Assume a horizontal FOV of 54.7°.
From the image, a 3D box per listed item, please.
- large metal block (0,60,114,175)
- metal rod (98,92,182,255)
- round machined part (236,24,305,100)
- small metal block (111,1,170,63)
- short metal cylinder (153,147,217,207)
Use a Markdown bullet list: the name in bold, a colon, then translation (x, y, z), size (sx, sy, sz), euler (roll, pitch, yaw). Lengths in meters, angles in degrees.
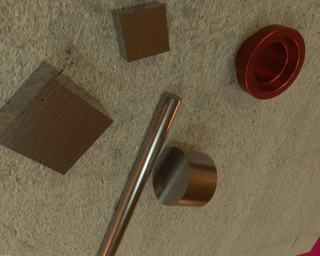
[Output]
- **large metal block**: translation (-0.111, -0.009, 0.325), size (0.080, 0.050, 0.080), euler (-47, 130, 4)
- **metal rod**: translation (-0.037, 0.089, 0.442), size (0.025, 0.025, 0.298), euler (9, 114, -33)
- **round machined part**: translation (0.143, -0.091, 0.420), size (0.099, 0.042, 0.097), euler (-14, 125, -21)
- **small metal block**: translation (-0.020, -0.104, 0.333), size (0.050, 0.025, 0.050), euler (-20, 126, -17)
- **short metal cylinder**: translation (0.034, 0.070, 0.435), size (0.050, 0.080, 0.080), euler (14, 111, -34)
